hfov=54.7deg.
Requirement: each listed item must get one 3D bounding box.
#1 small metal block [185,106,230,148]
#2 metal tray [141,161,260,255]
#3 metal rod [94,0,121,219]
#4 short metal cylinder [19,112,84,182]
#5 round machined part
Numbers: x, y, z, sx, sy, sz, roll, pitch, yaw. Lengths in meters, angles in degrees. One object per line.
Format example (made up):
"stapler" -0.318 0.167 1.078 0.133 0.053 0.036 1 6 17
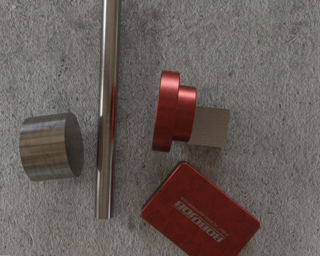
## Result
"small metal block" 0.062 -0.002 0.411 0.050 0.025 0.050 6 90 -1
"metal tray" 0.052 0.117 0.408 0.130 0.030 0.090 39 90 -1
"metal rod" -0.069 -0.032 0.409 0.025 0.025 0.298 2 90 -1
"short metal cylinder" -0.130 0.023 0.381 0.050 0.080 0.079 -7 90 0
"round machined part" 0.018 -0.019 0.374 0.042 0.098 0.097 7 90 0
